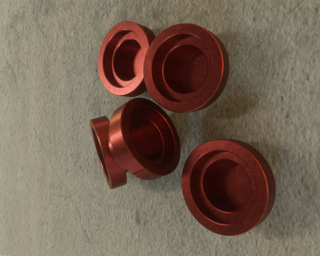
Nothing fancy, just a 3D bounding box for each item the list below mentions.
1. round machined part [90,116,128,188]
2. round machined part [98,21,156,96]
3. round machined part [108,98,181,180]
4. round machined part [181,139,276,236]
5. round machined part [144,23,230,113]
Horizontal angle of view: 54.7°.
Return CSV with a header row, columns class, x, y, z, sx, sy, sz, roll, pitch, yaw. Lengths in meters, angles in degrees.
class,x,y,z,sx,sy,sz,roll,pitch,yaw
round machined part,-0.061,0.030,0.421,0.098,0.042,0.097,164,90,-74
round machined part,-0.036,-0.091,0.422,0.098,0.042,0.097,0,90,39
round machined part,-0.023,0.016,0.374,0.042,0.099,0.098,-28,73,36
round machined part,0.075,0.060,0.331,0.098,0.042,0.097,0,90,39
round machined part,0.033,-0.067,0.358,0.098,0.042,0.097,3,95,30
